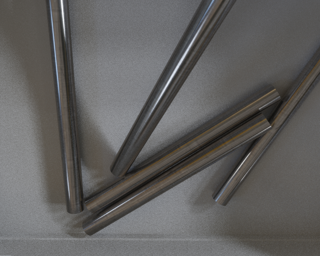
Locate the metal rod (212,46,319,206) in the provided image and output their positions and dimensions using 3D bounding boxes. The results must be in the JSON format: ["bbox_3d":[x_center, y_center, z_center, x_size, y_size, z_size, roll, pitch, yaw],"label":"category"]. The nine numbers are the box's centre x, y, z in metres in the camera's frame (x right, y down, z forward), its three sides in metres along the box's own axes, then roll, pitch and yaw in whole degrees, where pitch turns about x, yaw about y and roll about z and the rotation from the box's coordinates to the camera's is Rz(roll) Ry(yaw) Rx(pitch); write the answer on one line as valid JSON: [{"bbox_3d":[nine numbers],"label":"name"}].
[{"bbox_3d":[0.160,-0.017,0.407,0.025,0.025,0.298,28,107,-10],"label":"metal rod"}]

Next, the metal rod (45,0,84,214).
[{"bbox_3d":[-0.121,-0.021,0.401,0.025,0.025,0.298,1,110,-1],"label":"metal rod"}]

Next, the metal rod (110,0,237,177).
[{"bbox_3d":[0.003,-0.035,0.334,0.025,0.025,0.298,25,133,-9],"label":"metal rod"}]

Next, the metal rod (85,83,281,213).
[{"bbox_3d":[0.023,0.033,0.423,0.300,0.025,0.025,-33,107,11],"label":"metal rod"}]

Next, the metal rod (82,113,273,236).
[{"bbox_3d":[0.014,0.070,0.429,0.300,0.025,0.025,-33,107,14],"label":"metal rod"}]
